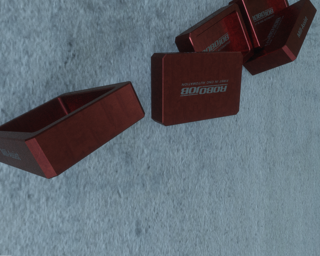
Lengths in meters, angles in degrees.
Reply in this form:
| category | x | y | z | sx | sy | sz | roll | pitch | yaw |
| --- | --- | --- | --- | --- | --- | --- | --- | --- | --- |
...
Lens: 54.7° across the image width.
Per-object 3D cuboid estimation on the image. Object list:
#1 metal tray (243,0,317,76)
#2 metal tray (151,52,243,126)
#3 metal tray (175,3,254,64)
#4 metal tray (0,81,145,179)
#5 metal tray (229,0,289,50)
| category | x | y | z | sx | sy | sz | roll | pitch | yaw |
| --- | --- | --- | --- | --- | --- | --- | --- | --- | --- |
| metal tray | 0.204 | -0.156 | 0.533 | 0.030 | 0.090 | 0.130 | 41 | 63 | -20 |
| metal tray | 0.052 | -0.057 | 0.420 | 0.131 | 0.030 | 0.089 | -9 | 109 | -29 |
| metal tray | 0.089 | -0.125 | 0.478 | 0.131 | 0.030 | 0.090 | -41 | 115 | -32 |
| metal tray | -0.086 | -0.002 | 0.265 | 0.091 | 0.130 | 0.030 | -37 | 113 | -34 |
| metal tray | 0.184 | -0.197 | 0.547 | 0.131 | 0.030 | 0.090 | -33 | 104 | -34 |
